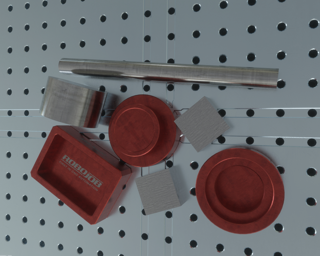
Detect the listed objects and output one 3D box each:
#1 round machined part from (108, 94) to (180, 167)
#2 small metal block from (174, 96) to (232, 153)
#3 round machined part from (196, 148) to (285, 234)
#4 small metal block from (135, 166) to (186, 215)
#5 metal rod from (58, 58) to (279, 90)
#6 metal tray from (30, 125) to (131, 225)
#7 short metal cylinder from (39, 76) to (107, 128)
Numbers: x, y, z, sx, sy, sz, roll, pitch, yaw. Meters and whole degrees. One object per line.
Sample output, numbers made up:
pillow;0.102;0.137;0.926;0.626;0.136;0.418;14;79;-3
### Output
round machined part;-0.026;0.003;0.412;0.098;0.042;0.097;-1;87;19
small metal block;0.055;-0.005;0.393;0.050;0.025;0.050;-40;78;15
round machined part;0.095;0.071;0.370;0.098;0.042;0.097;0;90;20
small metal block;0.001;0.083;0.412;0.050;0.025;0.050;-20;83;18
metal rod;-0.003;-0.075;0.413;0.301;0.025;0.025;7;93;19
metal tray;-0.117;0.065;0.451;0.130;0.030;0.090;32;101;17
short metal cylinder;-0.118;-0.036;0.425;0.080;0.080;0.050;19;96;19
